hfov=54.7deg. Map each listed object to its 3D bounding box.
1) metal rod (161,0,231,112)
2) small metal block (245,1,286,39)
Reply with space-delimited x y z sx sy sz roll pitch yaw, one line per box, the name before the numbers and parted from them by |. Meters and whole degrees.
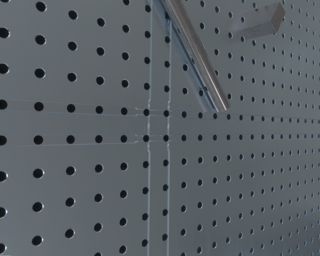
metal rod | 0.030 -0.150 0.434 0.025 0.025 0.299 -46 118 -30
small metal block | 0.187 -0.191 0.550 0.025 0.050 0.050 43 64 -32
